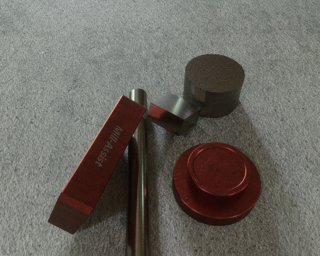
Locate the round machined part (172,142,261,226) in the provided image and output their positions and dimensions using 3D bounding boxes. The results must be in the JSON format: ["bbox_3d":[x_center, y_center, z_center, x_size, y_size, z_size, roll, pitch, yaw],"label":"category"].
[{"bbox_3d":[0.063,0.055,0.347,0.099,0.042,0.098,0,50,0],"label":"round machined part"}]

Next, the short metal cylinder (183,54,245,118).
[{"bbox_3d":[0.074,-0.060,0.439,0.081,0.050,0.080,0,50,0],"label":"short metal cylinder"}]

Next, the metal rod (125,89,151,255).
[{"bbox_3d":[-0.024,0.067,0.346,0.025,0.025,0.300,-2,50,-2],"label":"metal rod"}]

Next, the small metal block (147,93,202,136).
[{"bbox_3d":[0.019,-0.019,0.408,0.050,0.025,0.050,29,33,21],"label":"small metal block"}]

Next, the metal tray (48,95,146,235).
[{"bbox_3d":[-0.065,0.037,0.325,0.030,0.090,0.130,30,53,-7],"label":"metal tray"}]
